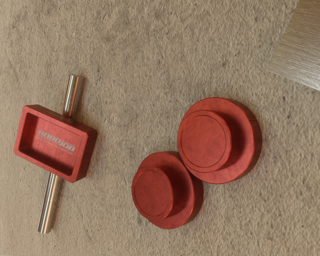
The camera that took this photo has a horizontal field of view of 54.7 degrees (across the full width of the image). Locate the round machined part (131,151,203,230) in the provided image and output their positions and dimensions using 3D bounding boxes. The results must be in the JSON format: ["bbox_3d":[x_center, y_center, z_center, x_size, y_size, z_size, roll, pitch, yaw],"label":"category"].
[{"bbox_3d":[0.002,0.079,0.392,0.098,0.042,0.097,0,90,40],"label":"round machined part"}]

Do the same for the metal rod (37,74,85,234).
[{"bbox_3d":[-0.178,0.052,0.552,0.025,0.025,0.298,26,106,37],"label":"metal rod"}]

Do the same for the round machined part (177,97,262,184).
[{"bbox_3d":[0.058,0.014,0.346,0.098,0.042,0.097,0,90,40],"label":"round machined part"}]

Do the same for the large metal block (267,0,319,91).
[{"bbox_3d":[0.153,-0.069,0.262,0.080,0.050,0.079,33,110,35],"label":"large metal block"}]

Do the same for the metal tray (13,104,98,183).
[{"bbox_3d":[-0.176,0.024,0.516,0.130,0.030,0.089,22,104,16],"label":"metal tray"}]
